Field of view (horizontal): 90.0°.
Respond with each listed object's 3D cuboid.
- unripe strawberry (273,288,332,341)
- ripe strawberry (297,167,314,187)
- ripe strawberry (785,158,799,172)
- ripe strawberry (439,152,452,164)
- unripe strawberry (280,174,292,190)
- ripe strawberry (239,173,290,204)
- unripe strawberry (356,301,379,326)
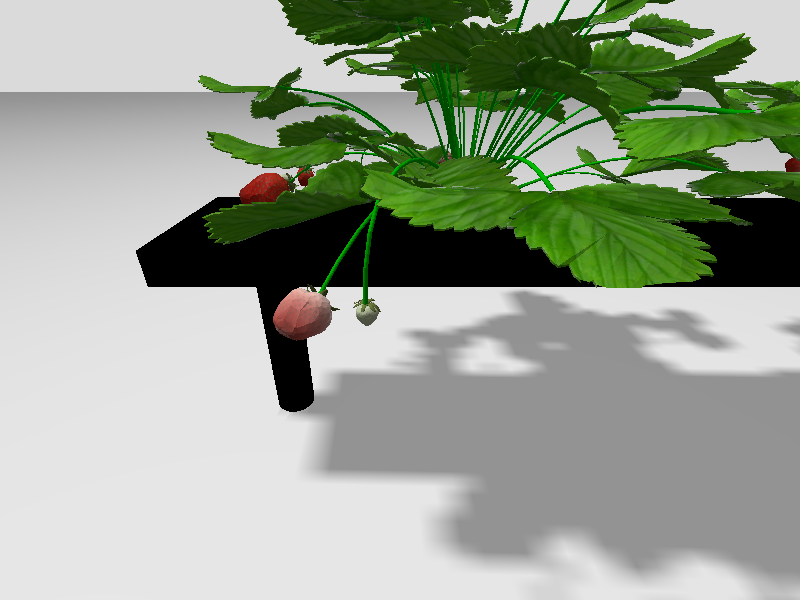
[{"bbox_3d":[-0.046,0.008,0.186,0.027,0.024,0.025,14,42,24],"label":"unripe strawberry"},{"bbox_3d":[-0.107,-0.139,0.454,0.021,0.020,0.019,41,43,14],"label":"ripe strawberry"},{"bbox_3d":[0.483,-0.160,0.478,0.037,0.032,0.037,-4,29,-7],"label":"ripe strawberry"},{"bbox_3d":[0.063,-0.196,0.558,0.021,0.018,0.021,1,-6,2],"label":"ripe strawberry"},{"bbox_3d":[-0.127,-0.128,0.437,0.020,0.019,0.018,9,30,26],"label":"unripe strawberry"},{"bbox_3d":[-0.116,-0.087,0.344,0.043,0.042,0.040,-2,29,-2],"label":"ripe strawberry"},{"bbox_3d":[-0.015,0.007,0.187,0.011,0.012,0.011,10,31,18],"label":"unripe strawberry"}]
